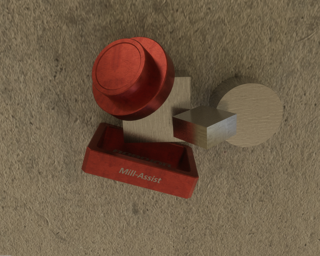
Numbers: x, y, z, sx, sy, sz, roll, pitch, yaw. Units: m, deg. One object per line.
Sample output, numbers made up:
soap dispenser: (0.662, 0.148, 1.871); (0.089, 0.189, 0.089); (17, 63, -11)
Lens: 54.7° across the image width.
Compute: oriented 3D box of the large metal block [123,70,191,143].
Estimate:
large metal block: (-0.005, -0.029, 0.388); (0.080, 0.050, 0.079); (-1, 110, 0)

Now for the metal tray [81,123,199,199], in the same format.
metal tray: (-0.022, 0.037, 0.389); (0.131, 0.090, 0.030); (16, 110, -6)

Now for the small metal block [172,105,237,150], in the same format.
small metal block: (0.050, -0.003, 0.348); (0.050, 0.050, 0.025); (-22, 118, -37)

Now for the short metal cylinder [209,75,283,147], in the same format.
short metal cylinder: (0.105, -0.023, 0.391); (0.081, 0.050, 0.079); (0, 110, 0)

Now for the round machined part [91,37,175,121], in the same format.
round machined part: (-0.037, -0.061, 0.349); (0.098, 0.098, 0.042); (-35, 151, 11)
